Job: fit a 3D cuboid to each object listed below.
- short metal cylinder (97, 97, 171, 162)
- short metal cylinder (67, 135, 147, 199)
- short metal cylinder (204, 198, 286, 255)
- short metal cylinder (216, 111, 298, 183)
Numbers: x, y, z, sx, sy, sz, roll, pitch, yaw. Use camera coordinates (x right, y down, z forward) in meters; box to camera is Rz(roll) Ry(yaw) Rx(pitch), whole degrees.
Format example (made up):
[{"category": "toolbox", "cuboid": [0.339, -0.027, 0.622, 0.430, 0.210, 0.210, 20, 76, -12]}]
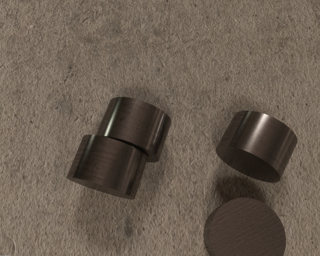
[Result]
[{"category": "short metal cylinder", "cuboid": [-0.032, 0.004, 0.377, 0.080, 0.080, 0.050, 16, 71, 5]}, {"category": "short metal cylinder", "cuboid": [-0.060, 0.047, 0.361, 0.080, 0.080, 0.050, 16, 71, 5]}, {"category": "short metal cylinder", "cuboid": [0.093, 0.123, 0.351, 0.081, 0.050, 0.080, 0, 70, 0]}, {"category": "short metal cylinder", "cuboid": [0.115, 0.023, 0.372, 0.080, 0.080, 0.050, 29, 73, 10]}]
